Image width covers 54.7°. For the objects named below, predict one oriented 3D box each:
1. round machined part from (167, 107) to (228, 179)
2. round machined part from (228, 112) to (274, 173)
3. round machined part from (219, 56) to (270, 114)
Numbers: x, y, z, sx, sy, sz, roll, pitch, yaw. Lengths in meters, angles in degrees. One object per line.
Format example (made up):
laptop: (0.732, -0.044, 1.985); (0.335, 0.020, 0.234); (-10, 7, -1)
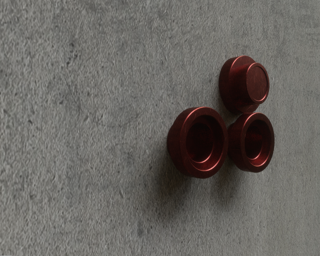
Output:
round machined part: (0.049, 0.020, 0.434); (0.099, 0.042, 0.097); (0, 90, -40)
round machined part: (0.145, 0.023, 0.515); (0.099, 0.042, 0.097); (-1, 91, -40)
round machined part: (0.146, -0.072, 0.515); (0.099, 0.042, 0.097); (0, 90, -40)
